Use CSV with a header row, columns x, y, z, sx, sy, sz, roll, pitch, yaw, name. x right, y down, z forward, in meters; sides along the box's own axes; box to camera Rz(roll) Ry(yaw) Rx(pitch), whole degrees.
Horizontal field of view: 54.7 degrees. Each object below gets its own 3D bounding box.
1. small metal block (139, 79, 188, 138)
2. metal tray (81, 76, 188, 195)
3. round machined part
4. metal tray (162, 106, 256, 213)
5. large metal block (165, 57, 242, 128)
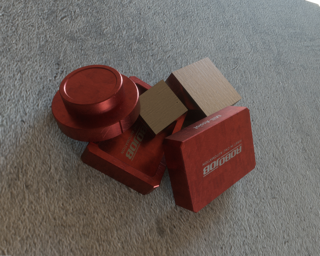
x,y,z,sx,sy,sz,roll,pitch,yaw,name
-0.002,-0.024,0.390,0.050,0.025,0.050,-38,85,-11,small metal block
-0.026,0.005,0.384,0.090,0.030,0.130,31,52,-9,metal tray
-0.073,-0.035,0.349,0.099,0.042,0.098,-2,48,3,round machined part
0.067,0.034,0.388,0.131,0.030,0.089,-25,112,-36,metal tray
0.057,-0.047,0.449,0.081,0.050,0.080,-30,79,-38,large metal block
